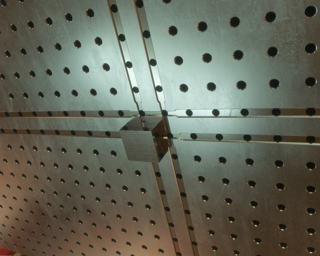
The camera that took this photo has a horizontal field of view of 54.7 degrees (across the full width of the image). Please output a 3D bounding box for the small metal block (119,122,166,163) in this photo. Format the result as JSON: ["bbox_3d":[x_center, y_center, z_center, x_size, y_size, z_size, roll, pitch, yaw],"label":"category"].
[{"bbox_3d":[-0.023,0.020,0.434,0.050,0.025,0.050,1,119,27],"label":"small metal block"}]
